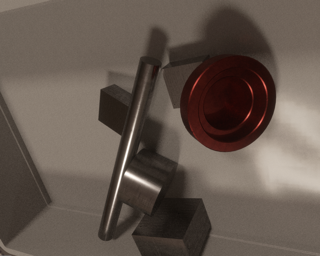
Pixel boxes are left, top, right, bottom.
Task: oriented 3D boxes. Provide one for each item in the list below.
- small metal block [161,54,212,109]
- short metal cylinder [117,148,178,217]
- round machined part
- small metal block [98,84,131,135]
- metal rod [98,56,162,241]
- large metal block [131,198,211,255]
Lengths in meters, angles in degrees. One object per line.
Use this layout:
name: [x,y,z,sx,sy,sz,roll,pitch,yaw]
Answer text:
small metal block: [0.035,-0.052,0.357,0.050,0.025,0.050,-5,116,30]
short metal cylinder: [-0.016,0.075,0.426,0.050,0.080,0.079,25,127,12]
round machined part: [0.066,-0.028,0.323,0.099,0.042,0.097,-6,109,-17]
small metal block: [-0.054,-0.023,0.414,0.050,0.025,0.050,32,130,25]
metal rod: [-0.048,0.048,0.420,0.025,0.025,0.298,25,121,12]
large metal block: [0.019,0.148,0.453,0.080,0.080,0.050,-7,115,31]
